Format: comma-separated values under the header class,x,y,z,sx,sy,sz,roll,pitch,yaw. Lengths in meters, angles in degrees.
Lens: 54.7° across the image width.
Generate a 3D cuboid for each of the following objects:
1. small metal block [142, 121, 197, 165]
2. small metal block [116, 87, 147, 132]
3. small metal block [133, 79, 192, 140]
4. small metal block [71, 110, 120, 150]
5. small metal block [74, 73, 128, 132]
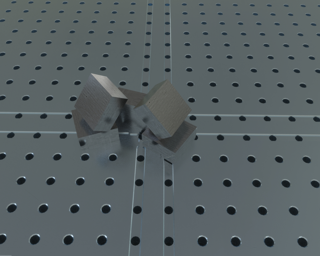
class,x,y,z,sx,sy,sz,roll,pitch,yaw
small metal block,0.012,0.011,0.399,0.050,0.025,0.050,29,55,21
small metal block,-0.034,-0.022,0.409,0.050,0.050,0.025,15,52,11
small metal block,0.004,-0.022,0.376,0.050,0.025,0.050,50,54,-17
small metal block,-0.085,-0.004,0.410,0.050,0.025,0.050,-15,52,-13
small metal block,-0.073,-0.031,0.380,0.025,0.050,0.050,4,35,-51
